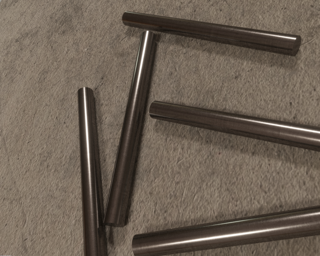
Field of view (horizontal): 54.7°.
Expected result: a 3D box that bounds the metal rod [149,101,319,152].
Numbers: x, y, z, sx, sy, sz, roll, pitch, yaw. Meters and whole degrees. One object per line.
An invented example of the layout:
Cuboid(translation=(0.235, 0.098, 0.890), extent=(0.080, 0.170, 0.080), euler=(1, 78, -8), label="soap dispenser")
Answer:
Cuboid(translation=(0.117, 0.002, 0.341), extent=(0.300, 0.025, 0.025), euler=(12, 68, 32), label="metal rod")

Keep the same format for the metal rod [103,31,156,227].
Cuboid(translation=(-0.036, -0.018, 0.432), extent=(0.025, 0.025, 0.299), euler=(-6, 59, 24), label="metal rod")

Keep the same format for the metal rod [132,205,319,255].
Cuboid(translation=(0.113, 0.091, 0.288), extent=(0.301, 0.025, 0.025), euler=(-15, 56, 19), label="metal rod")

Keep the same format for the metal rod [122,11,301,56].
Cuboid(translation=(0.054, -0.148, 0.464), extent=(0.300, 0.025, 0.025), euler=(23, 74, 36), label="metal rod")

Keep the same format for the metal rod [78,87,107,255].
Cuboid(translation=(-0.093, 0.062, 0.412), extent=(0.025, 0.025, 0.299), euler=(-23, 53, 14), label="metal rod")
